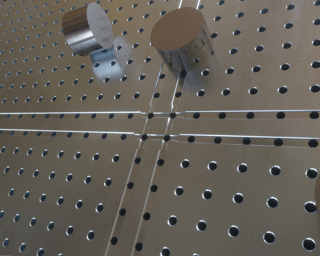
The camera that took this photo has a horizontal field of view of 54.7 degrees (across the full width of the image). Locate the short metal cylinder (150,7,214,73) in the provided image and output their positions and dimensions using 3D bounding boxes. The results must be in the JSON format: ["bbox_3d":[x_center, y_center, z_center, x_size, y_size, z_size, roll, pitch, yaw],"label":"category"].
[{"bbox_3d":[0.033,-0.129,0.454,0.080,0.050,0.080,-13,56,21],"label":"short metal cylinder"}]

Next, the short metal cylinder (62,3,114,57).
[{"bbox_3d":[-0.124,-0.171,0.543,0.050,0.080,0.080,-12,57,22],"label":"short metal cylinder"}]

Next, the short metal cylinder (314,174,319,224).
[{"bbox_3d":[0.175,0.066,0.260,0.080,0.050,0.080,-13,56,21],"label":"short metal cylinder"}]
